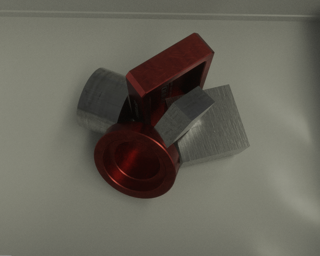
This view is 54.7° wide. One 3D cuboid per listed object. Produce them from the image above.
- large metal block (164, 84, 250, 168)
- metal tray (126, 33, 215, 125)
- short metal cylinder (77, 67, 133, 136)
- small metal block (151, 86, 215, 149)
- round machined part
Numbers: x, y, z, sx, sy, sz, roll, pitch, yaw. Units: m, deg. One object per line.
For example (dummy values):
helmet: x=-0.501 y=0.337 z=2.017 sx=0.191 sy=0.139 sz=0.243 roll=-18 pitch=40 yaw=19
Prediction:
large metal block: x=0.055 y=-0.001 z=0.388 sx=0.081 sy=0.050 sz=0.080 roll=-13 pitch=75 yaw=-5
metal tray: x=0.010 y=-0.045 z=0.369 sx=0.090 sy=0.130 sz=0.030 roll=-33 pitch=75 yaw=-12
short metal cylinder: x=-0.061 y=-0.030 z=0.389 sx=0.050 sy=0.080 sz=0.080 roll=21 pitch=71 yaw=7
small metal block: x=0.024 y=-0.012 z=0.327 sx=0.025 sy=0.050 sz=0.050 roll=46 pitch=44 yaw=7
round machined part: x=-0.024 y=0.033 z=0.367 sx=0.098 sy=0.097 sz=0.042 roll=19 pitch=36 yaw=6
